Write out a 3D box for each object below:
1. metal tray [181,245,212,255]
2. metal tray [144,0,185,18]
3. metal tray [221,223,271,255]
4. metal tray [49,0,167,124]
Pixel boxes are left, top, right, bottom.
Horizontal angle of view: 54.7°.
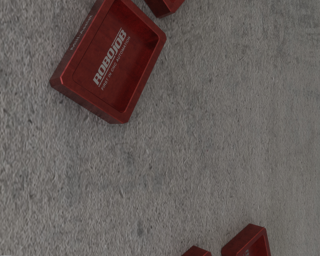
[{"bbox_3d":[0.047,0.250,0.441,0.091,0.030,0.129,-26,106,-37],"label":"metal tray"},{"bbox_3d":[-0.007,-0.220,0.394,0.130,0.030,0.090,49,61,-29],"label":"metal tray"},{"bbox_3d":[0.155,0.244,0.531,0.091,0.030,0.129,-23,105,-38],"label":"metal tray"},{"bbox_3d":[-0.053,-0.080,0.355,0.090,0.030,0.130,36,68,-34],"label":"metal tray"}]
